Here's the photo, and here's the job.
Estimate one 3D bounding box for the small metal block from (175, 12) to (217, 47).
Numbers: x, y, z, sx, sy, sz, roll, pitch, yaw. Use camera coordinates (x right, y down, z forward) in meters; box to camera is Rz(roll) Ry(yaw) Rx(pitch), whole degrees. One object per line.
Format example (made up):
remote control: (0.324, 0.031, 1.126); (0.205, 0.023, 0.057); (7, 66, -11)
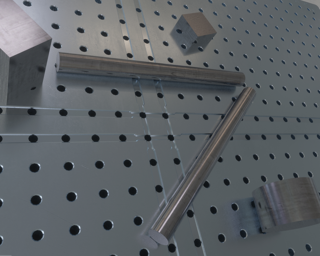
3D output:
small metal block: (0.064, -0.176, 0.550); (0.050, 0.025, 0.050); (-23, 74, -36)

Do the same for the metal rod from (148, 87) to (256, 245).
metal rod: (0.074, 0.030, 0.429); (0.025, 0.025, 0.301); (41, 51, 0)

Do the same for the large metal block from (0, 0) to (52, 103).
large metal block: (-0.170, -0.088, 0.335); (0.080, 0.080, 0.050); (44, 51, 2)

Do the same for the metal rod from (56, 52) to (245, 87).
metal rod: (0.005, -0.083, 0.461); (0.303, 0.025, 0.025); (0, 62, -28)

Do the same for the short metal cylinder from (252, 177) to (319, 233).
short metal cylinder: (0.166, 0.101, 0.400); (0.081, 0.080, 0.050); (6, 60, -26)
